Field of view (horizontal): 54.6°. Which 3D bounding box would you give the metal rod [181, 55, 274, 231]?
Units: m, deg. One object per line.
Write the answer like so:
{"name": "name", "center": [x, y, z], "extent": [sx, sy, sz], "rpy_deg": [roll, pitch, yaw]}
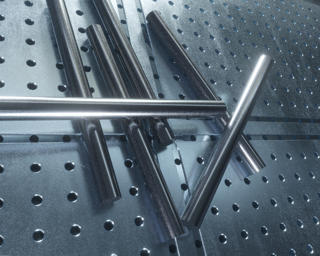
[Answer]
{"name": "metal rod", "center": [0.103, 0.002, 0.432], "extent": [0.025, 0.025, 0.301], "rpy_deg": [35, 60, -5]}

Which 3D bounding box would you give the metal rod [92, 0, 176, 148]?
{"name": "metal rod", "center": [-0.050, -0.109, 0.447], "extent": [0.025, 0.025, 0.299], "rpy_deg": [-12, 68, -33]}

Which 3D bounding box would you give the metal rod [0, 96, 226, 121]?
{"name": "metal rod", "center": [-0.047, -0.022, 0.362], "extent": [0.302, 0.025, 0.025], "rpy_deg": [-2, 63, -29]}

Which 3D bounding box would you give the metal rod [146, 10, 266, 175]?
{"name": "metal rod", "center": [0.065, -0.062, 0.480], "extent": [0.025, 0.025, 0.299], "rpy_deg": [-22, 74, -36]}

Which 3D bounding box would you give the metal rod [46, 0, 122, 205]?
{"name": "metal rod", "center": [-0.101, -0.053, 0.385], "extent": [0.025, 0.025, 0.299], "rpy_deg": [-7, 65, -31]}

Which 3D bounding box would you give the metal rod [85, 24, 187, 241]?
{"name": "metal rod", "center": [-0.038, -0.009, 0.392], "extent": [0.025, 0.025, 0.299], "rpy_deg": [-11, 67, -33]}
